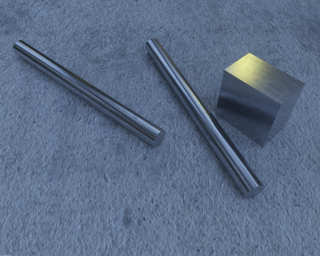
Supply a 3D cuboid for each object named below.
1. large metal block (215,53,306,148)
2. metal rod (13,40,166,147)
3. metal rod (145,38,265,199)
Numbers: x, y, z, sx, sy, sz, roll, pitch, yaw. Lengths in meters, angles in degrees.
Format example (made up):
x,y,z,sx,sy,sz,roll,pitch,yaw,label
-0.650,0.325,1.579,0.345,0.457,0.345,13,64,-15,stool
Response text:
x,y,z,sx,sy,sz,roll,pitch,yaw,label
0.124,-0.036,0.398,0.050,0.080,0.080,-35,59,-26,large metal block
-0.116,-0.060,0.452,0.300,0.025,0.025,32,57,24,metal rod
0.046,-0.034,0.432,0.025,0.025,0.300,-18,52,-15,metal rod
